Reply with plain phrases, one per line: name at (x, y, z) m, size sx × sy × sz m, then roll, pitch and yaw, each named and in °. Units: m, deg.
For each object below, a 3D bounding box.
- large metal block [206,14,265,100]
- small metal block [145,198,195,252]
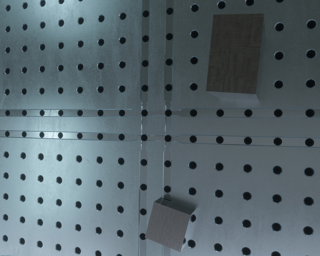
large metal block at (0.089, -0.076, 0.352) m, size 0.050 × 0.080 × 0.079 m, roll 6°, pitch 92°, yaw 19°
small metal block at (0.013, 0.126, 0.407) m, size 0.050 × 0.025 × 0.050 m, roll 16°, pitch 95°, yaw 19°
